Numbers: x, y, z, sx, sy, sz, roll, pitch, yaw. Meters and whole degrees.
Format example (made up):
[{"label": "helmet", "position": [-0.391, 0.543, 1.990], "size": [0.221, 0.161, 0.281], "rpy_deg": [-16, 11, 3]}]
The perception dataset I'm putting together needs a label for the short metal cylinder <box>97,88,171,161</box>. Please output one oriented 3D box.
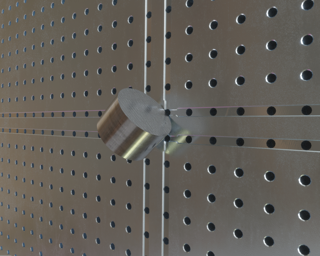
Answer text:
[{"label": "short metal cylinder", "position": [-0.033, -0.005, 0.398], "size": [0.050, 0.081, 0.080], "rpy_deg": [-48, 62, 29]}]
